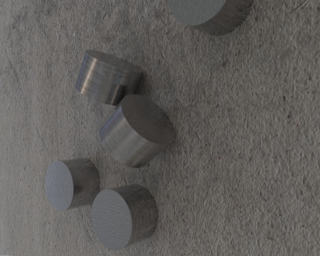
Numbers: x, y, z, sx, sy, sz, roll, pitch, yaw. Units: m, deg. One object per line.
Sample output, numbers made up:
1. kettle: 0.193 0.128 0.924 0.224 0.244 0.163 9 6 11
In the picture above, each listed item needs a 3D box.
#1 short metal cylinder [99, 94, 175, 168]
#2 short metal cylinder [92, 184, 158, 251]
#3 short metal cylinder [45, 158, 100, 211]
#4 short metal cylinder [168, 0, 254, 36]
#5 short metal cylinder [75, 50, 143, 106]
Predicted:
1. short metal cylinder: -0.029 0.003 0.393 0.050 0.081 0.080 -45 63 31
2. short metal cylinder: -0.049 0.121 0.430 0.080 0.050 0.080 0 90 40
3. short metal cylinder: -0.144 0.091 0.508 0.080 0.050 0.080 0 90 40
4. short metal cylinder: 0.056 -0.148 0.343 0.080 0.050 0.080 0 90 40
5. short metal cylinder: -0.070 -0.069 0.428 0.080 0.081 0.050 35 112 34
